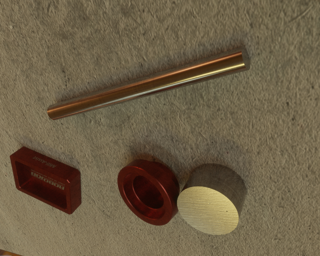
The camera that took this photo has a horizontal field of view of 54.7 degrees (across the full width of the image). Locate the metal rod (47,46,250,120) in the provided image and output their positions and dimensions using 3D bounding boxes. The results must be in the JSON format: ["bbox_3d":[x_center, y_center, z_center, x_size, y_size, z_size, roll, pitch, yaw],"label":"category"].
[{"bbox_3d":[-0.037,-0.048,0.395,0.300,0.025,0.025,-11,113,32],"label":"metal rod"}]

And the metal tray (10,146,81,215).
[{"bbox_3d":[-0.209,0.096,0.570,0.130,0.030,0.089,20,126,16],"label":"metal tray"}]

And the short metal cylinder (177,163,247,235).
[{"bbox_3d":[0.069,0.094,0.411,0.080,0.050,0.079,13,124,20],"label":"short metal cylinder"}]

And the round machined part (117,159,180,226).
[{"bbox_3d":[-0.011,0.087,0.446,0.098,0.042,0.097,20,126,31],"label":"round machined part"}]
